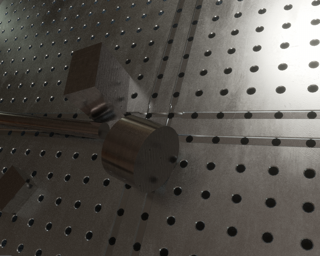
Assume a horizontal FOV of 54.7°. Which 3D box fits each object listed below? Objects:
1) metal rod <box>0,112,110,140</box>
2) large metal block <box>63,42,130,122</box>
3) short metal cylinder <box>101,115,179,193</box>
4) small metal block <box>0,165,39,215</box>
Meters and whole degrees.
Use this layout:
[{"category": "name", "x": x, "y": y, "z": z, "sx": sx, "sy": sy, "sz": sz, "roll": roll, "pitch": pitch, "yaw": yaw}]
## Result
[{"category": "metal rod", "x": -0.210, "y": -0.009, "z": 0.521, "sx": 0.300, "sy": 0.025, "sz": 0.025, "roll": 6, "pitch": 65, "yaw": 30}, {"category": "large metal block", "x": -0.089, "y": -0.064, "z": 0.457, "sx": 0.050, "sy": 0.080, "sz": 0.080, "roll": -12, "pitch": 57, "yaw": 21}, {"category": "short metal cylinder", "x": -0.021, "y": 0.029, "z": 0.365, "sx": 0.050, "sy": 0.080, "sz": 0.080, "roll": 19, "pitch": 72, "yaw": 35}, {"category": "small metal block", "x": -0.219, "y": 0.092, "z": 0.464, "sx": 0.050, "sy": 0.025, "sz": 0.050, "roll": 32, "pitch": 79, "yaw": 37}]
